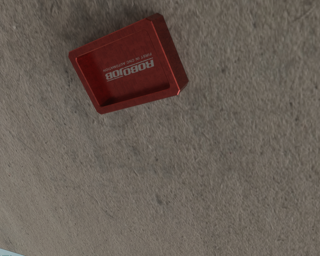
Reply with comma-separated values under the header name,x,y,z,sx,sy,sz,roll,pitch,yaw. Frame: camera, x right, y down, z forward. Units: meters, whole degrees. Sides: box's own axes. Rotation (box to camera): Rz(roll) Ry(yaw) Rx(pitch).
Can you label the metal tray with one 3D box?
name,x,y,z,sx,sy,sz,roll,pitch,yaw
metal tray,-0.041,-0.073,0.380,0.130,0.030,0.090,-11,113,33
